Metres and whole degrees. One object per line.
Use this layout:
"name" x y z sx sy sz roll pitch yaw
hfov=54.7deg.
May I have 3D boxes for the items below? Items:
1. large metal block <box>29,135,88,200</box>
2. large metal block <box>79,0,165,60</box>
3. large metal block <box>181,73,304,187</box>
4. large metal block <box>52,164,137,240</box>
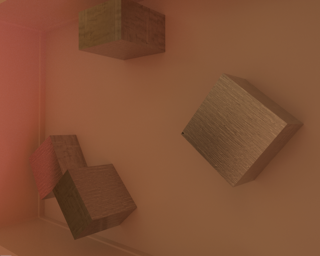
"large metal block" -0.173 0.066 0.530 0.080 0.050 0.080 -38 67 33
"large metal block" -0.050 -0.127 0.410 0.080 0.081 0.050 0 90 39
"large metal block" 0.082 0.001 0.322 0.080 0.050 0.080 47 118 29
"large metal block" -0.093 0.102 0.446 0.050 0.081 0.080 -49 61 28
